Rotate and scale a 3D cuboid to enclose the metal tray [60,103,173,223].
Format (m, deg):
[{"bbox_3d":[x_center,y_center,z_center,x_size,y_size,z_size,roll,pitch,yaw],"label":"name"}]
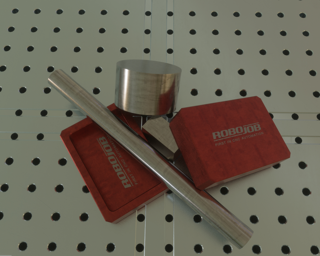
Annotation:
[{"bbox_3d":[-0.055,0.040,0.389,0.090,0.030,0.130,-30,73,-11],"label":"metal tray"}]

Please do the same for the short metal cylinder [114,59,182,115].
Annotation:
[{"bbox_3d":[-0.016,-0.054,0.391,0.080,0.080,0.050,8,112,3],"label":"short metal cylinder"}]

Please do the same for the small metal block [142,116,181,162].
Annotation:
[{"bbox_3d":[0.006,0.013,0.389,0.050,0.050,0.025,39,75,13],"label":"small metal block"}]

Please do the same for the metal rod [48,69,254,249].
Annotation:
[{"bbox_3d":[-0.021,0.028,0.366,0.300,0.025,0.025,39,75,12],"label":"metal rod"}]

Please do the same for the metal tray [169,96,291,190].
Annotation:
[{"bbox_3d":[0.086,0.013,0.374,0.131,0.030,0.090,-11,68,-30],"label":"metal tray"}]
